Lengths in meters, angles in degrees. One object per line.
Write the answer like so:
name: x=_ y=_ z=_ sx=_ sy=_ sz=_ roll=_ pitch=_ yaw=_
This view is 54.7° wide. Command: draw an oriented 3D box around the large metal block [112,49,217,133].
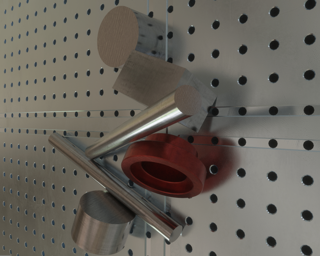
large metal block: x=0.007 y=-0.042 z=0.361 sx=0.080 sy=0.080 sz=0.050 roll=28 pitch=92 yaw=36

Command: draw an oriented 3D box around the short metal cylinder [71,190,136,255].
short metal cylinder: x=-0.080 y=0.132 z=0.440 sx=0.080 sy=0.081 sz=0.050 roll=30 pitch=109 yaw=36

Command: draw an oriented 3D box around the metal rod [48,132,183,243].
metal rod: x=-0.087 y=0.077 z=0.480 sx=0.300 sy=0.025 sz=0.025 roll=28 pitch=108 yaw=36

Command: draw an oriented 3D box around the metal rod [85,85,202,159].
metal rod: x=-0.044 y=0.009 z=0.372 sx=0.299 sy=0.025 sz=0.025 roll=-25 pitch=73 yaw=61

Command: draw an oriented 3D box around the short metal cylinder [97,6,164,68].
short metal cylinder: x=-0.041 y=-0.120 z=0.427 sx=0.080 sy=0.050 sz=0.080 roll=0 pitch=90 yaw=40

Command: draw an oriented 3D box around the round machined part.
round machined part: x=0.007 y=0.042 z=0.369 sx=0.098 sy=0.098 sz=0.042 roll=-12 pitch=46 yaw=39
